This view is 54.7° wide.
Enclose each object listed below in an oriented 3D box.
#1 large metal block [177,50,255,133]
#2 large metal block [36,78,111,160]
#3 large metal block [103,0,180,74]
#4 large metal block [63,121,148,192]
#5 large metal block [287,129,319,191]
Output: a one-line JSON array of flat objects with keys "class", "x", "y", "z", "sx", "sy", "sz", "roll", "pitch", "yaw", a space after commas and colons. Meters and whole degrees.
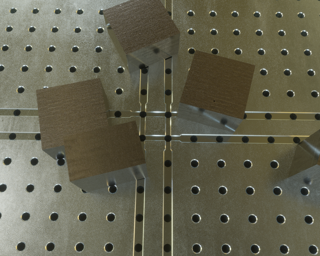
[{"class": "large metal block", "x": 0.074, "y": -0.048, "z": 0.417, "sx": 0.080, "sy": 0.050, "sz": 0.080, "roll": 16, "pitch": 71, "yaw": 5}, {"class": "large metal block", "x": -0.107, "y": -0.011, "z": 0.401, "sx": 0.081, "sy": 0.050, "sz": 0.080, "roll": -12, "pitch": 71, "yaw": -5}, {"class": "large metal block", "x": -0.026, "y": -0.138, "z": 0.449, "sx": 0.080, "sy": 0.050, "sz": 0.080, "roll": -25, "pitch": 72, "yaw": -9}, {"class": "large metal block", "x": -0.060, "y": 0.037, "z": 0.368, "sx": 0.081, "sy": 0.080, "sz": 0.050, "roll": -13, "pitch": 71, "yaw": -5}, {"class": "large metal block", "x": 0.213, "y": 0.045, "z": 0.369, "sx": 0.080, "sy": 0.080, "sz": 0.050, "roll": 22, "pitch": 72, "yaw": 7}]
